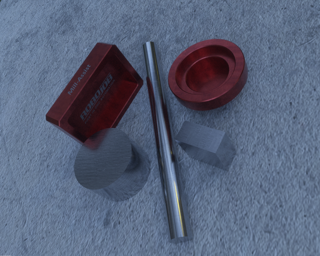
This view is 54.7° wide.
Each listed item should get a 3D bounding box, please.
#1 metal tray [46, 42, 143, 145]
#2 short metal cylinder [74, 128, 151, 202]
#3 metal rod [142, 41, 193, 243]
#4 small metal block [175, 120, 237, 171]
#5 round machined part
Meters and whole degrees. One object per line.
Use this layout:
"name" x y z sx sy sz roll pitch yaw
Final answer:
"metal tray" -0.085 -0.041 0.432 0.030 0.090 0.130 20 72 35
"short metal cylinder" -0.059 0.047 0.390 0.080 0.050 0.080 -13 56 20
"metal rod" 0.003 -0.005 0.407 0.025 0.025 0.299 -20 54 16
"small metal block" 0.052 0.020 0.345 0.050 0.050 0.025 18 71 34
"round machined part" 0.063 -0.063 0.399 0.098 0.042 0.098 -13 56 20
